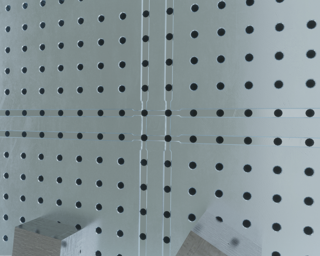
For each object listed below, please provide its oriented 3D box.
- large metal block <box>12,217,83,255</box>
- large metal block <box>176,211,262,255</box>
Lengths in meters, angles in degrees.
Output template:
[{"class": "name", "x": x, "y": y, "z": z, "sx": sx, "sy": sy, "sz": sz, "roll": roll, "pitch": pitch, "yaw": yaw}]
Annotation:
[{"class": "large metal block", "x": -0.167, "y": 0.186, "z": 0.456, "sx": 0.080, "sy": 0.050, "sz": 0.079, "roll": 7, "pitch": 93, "yaw": 19}, {"class": "large metal block", "x": 0.068, "y": 0.150, "z": 0.359, "sx": 0.080, "sy": 0.080, "sz": 0.050, "roll": 31, "pitch": 100, "yaw": 17}]
